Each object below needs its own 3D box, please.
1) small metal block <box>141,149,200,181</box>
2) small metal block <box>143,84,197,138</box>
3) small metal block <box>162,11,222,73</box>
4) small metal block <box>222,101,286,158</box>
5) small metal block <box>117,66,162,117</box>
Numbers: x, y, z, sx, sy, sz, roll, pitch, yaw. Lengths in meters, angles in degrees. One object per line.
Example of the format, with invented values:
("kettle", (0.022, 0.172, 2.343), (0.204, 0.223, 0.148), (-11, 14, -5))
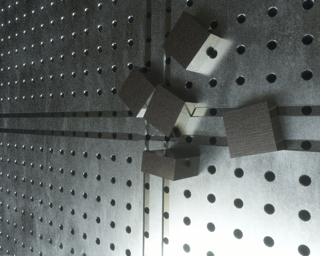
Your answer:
("small metal block", (0.013, 0.044, 0.380), (0.050, 0.050, 0.025), (10, 97, 39))
("small metal block", (0.012, -0.022, 0.398), (0.050, 0.025, 0.050), (38, 113, 33))
("small metal block", (0.037, -0.104, 0.377), (0.050, 0.025, 0.050), (50, 119, 28))
("small metal block", (0.098, 0.003, 0.327), (0.050, 0.025, 0.050), (-15, 81, 38))
("small metal block", (-0.025, -0.050, 0.428), (0.050, 0.025, 0.050), (50, 119, 28))
